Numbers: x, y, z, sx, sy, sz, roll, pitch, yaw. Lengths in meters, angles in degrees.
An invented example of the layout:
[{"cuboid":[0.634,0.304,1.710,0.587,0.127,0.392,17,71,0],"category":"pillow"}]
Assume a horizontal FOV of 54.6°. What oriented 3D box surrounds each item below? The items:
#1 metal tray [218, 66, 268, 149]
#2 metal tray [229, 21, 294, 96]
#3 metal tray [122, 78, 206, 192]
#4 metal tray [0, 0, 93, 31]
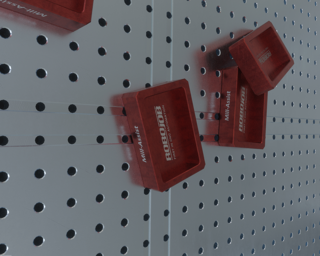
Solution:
[{"cuboid":[0.143,-0.031,0.523,0.091,0.030,0.129,7,86,-40],"category":"metal tray"},{"cuboid":[0.174,-0.120,0.520,0.131,0.030,0.090,-39,99,-44],"category":"metal tray"},{"cuboid":[0.009,0.007,0.412,0.091,0.030,0.129,-22,104,-38],"category":"metal tray"},{"cuboid":[-0.127,-0.159,0.297,0.131,0.030,0.090,9,84,-39],"category":"metal tray"}]
